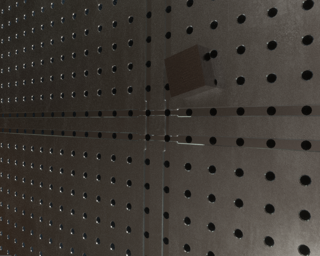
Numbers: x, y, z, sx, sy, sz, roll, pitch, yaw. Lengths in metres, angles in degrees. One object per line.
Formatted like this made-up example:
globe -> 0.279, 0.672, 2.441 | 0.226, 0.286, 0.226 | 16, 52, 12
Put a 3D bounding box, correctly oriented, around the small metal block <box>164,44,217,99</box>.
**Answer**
small metal block -> 0.036, -0.067, 0.378 | 0.050, 0.025, 0.050 | -16, 80, 38
